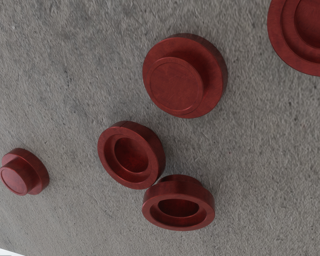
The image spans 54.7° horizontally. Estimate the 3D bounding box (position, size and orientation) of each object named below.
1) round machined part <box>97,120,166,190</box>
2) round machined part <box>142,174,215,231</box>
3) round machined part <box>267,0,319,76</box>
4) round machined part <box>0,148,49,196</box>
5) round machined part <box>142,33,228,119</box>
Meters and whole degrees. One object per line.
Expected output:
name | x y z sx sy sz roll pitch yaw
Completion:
round machined part | -0.035 0.034 0.432 0.098 0.042 0.097 14 122 24
round machined part | 0.026 0.101 0.430 0.099 0.042 0.097 4 135 4
round machined part | 0.144 -0.096 0.260 0.098 0.042 0.097 13 124 21
round machined part | -0.265 0.090 0.592 0.098 0.042 0.097 13 124 21
round machined part | 0.023 -0.053 0.351 0.098 0.042 0.097 13 124 21
